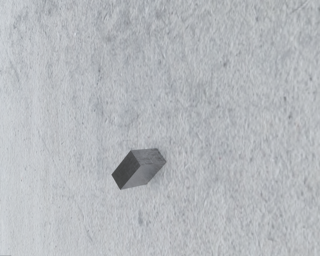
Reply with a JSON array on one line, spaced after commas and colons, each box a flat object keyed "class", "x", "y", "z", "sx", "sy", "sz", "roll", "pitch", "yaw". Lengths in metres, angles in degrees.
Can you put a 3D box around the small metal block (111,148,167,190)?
[{"class": "small metal block", "x": -0.028, "y": 0.054, "z": 0.413, "sx": 0.050, "sy": 0.050, "sz": 0.025, "roll": -51, "pitch": 60, "yaw": 28}]
